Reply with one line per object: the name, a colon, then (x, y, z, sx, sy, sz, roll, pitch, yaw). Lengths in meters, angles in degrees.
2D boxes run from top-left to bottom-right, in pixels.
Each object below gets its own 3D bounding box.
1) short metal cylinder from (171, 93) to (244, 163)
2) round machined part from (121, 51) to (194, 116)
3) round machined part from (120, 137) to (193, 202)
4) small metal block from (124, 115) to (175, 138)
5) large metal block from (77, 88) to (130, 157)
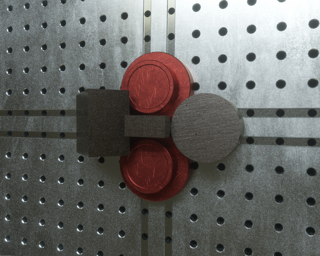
short metal cylinder: (0.059, 0.000, 0.377, 0.080, 0.050, 0.080, 0, 90, 20)
round machined part: (-0.008, -0.052, 0.406, 0.098, 0.042, 0.097, 0, 90, 20)
round machined part: (-0.009, 0.048, 0.407, 0.098, 0.042, 0.097, 0, 90, 20)
small metal block: (-0.009, -0.002, 0.379, 0.050, 0.050, 0.025, 2, 91, 20)
large metal block: (-0.077, -0.006, 0.404, 0.050, 0.080, 0.080, 0, 90, -25)
